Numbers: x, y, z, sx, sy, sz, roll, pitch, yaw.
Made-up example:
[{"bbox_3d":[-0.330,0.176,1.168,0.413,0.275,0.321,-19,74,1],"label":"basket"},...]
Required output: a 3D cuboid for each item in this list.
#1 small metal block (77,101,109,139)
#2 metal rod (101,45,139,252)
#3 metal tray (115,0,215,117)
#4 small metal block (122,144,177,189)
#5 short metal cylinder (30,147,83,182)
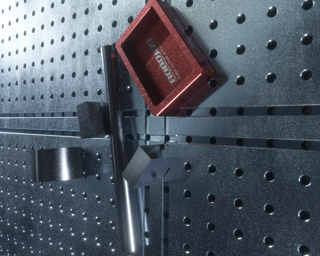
[{"bbox_3d":[-0.094,-0.012,0.468,0.025,0.050,0.050,-16,80,39],"label":"small metal block"},{"bbox_3d":[-0.060,0.026,0.456,0.025,0.025,0.298,-11,83,39],"label":"metal rod"},{"bbox_3d":[0.001,-0.091,0.402,0.090,0.030,0.130,-42,65,31],"label":"metal tray"},{"bbox_3d":[-0.014,0.049,0.402,0.025,0.050,0.050,46,117,30],"label":"small metal block"},{"bbox_3d":[-0.168,0.059,0.509,0.080,0.081,0.050,-7,85,39],"label":"short metal cylinder"}]
